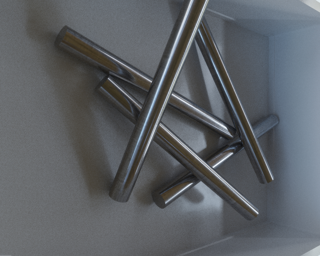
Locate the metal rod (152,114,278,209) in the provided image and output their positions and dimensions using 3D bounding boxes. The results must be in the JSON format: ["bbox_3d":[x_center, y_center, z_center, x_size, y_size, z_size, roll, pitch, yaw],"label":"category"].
[{"bbox_3d":[0.106,0.040,0.498,0.302,0.025,0.025,-27,107,-37],"label":"metal rod"}]

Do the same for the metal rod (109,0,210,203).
[{"bbox_3d":[0.006,-0.052,0.335,0.025,0.025,0.298,11,108,-40],"label":"metal rod"}]

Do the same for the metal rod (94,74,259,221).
[{"bbox_3d":[0.037,0.039,0.413,0.300,0.025,0.025,41,65,-24],"label":"metal rod"}]

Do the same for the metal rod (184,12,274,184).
[{"bbox_3d":[0.111,-0.044,0.480,0.025,0.025,0.299,-36,106,-34],"label":"metal rod"}]

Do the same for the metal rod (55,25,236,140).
[{"bbox_3d":[0.005,-0.044,0.412,0.301,0.025,0.025,26,74,-37],"label":"metal rod"}]
